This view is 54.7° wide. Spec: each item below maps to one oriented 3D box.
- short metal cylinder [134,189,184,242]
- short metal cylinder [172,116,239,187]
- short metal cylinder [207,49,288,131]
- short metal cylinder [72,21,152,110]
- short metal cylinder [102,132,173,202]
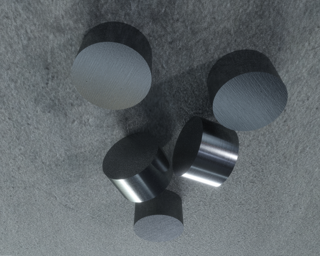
[{"bbox_3d":[-0.002,0.146,0.515,0.081,0.050,0.079,0,130,0],"label":"short metal cylinder"},{"bbox_3d":[0.056,0.030,0.398,0.050,0.080,0.079,20,127,-16],"label":"short metal cylinder"},{"bbox_3d":[0.098,-0.042,0.356,0.081,0.050,0.079,0,130,0],"label":"short metal cylinder"},{"bbox_3d":[-0.049,-0.066,0.334,0.081,0.050,0.079,0,130,0],"label":"short metal cylinder"},{"bbox_3d":[-0.029,0.051,0.415,0.080,0.080,0.050,-18,128,14],"label":"short metal cylinder"}]
